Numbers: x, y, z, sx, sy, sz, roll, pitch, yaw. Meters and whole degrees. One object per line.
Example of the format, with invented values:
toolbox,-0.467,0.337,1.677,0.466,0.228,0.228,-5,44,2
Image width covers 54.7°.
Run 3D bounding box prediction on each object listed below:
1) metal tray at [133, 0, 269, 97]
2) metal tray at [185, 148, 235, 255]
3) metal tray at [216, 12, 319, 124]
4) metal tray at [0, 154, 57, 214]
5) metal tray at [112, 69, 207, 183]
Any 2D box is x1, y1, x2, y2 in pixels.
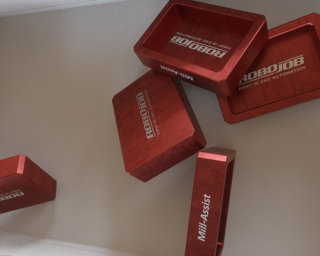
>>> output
metal tray,0.044,-0.099,0.358,0.130,0.030,0.090,28,77,33
metal tray,0.059,0.090,0.354,0.030,0.090,0.129,8,93,19
metal tray,0.129,-0.065,0.362,0.130,0.030,0.090,-18,84,19
metal tray,-0.229,0.087,0.442,0.131,0.090,0.030,-15,52,7
metal tray,-0.007,-0.011,0.376,0.090,0.030,0.130,-33,47,17
